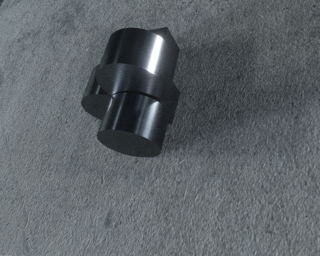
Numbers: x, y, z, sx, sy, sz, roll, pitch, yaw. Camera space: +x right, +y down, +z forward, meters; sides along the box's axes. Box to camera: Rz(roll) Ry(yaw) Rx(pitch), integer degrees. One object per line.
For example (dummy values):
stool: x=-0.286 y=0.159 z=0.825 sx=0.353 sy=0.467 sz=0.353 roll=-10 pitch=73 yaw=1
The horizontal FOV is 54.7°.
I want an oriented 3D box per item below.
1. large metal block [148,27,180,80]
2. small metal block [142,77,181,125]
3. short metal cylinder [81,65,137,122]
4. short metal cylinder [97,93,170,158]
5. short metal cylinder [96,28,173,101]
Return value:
large metal block: x=-0.023 y=-0.096 z=0.461 sx=0.080 sy=0.050 sz=0.080 roll=-2 pitch=61 yaw=27
small metal block: x=0.002 y=-0.038 z=0.414 sx=0.025 sy=0.050 sz=0.050 roll=1 pitch=62 yaw=29
short metal cylinder: x=-0.062 y=-0.045 z=0.431 sx=0.080 sy=0.080 sz=0.050 roll=-2 pitch=61 yaw=27
short metal cylinder: x=-0.033 y=-0.001 z=0.389 sx=0.080 sy=0.080 sz=0.050 roll=0 pitch=62 yaw=28
short metal cylinder: x=-0.029 y=-0.070 z=0.364 sx=0.080 sy=0.080 sz=0.050 roll=-2 pitch=61 yaw=27
